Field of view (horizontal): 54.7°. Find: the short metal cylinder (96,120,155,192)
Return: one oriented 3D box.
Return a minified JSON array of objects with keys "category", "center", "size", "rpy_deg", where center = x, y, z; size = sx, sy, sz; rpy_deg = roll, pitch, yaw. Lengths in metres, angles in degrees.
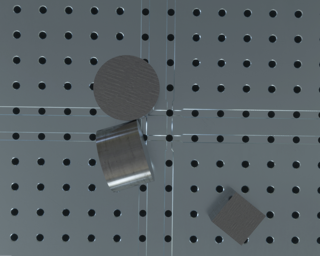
[{"category":"short metal cylinder","center":[-0.042,0.034,0.385],"size":[0.050,0.080,0.080],"rpy_deg":[-16,90,0]}]

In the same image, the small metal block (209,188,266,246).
[{"category":"small metal block","center":[0.102,0.118,0.414],"size":[0.050,0.025,0.050],"rpy_deg":[39,90,0]}]

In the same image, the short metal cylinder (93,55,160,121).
[{"category":"short metal cylinder","center":[-0.041,-0.049,0.400],"size":[0.081,0.050,0.079],"rpy_deg":[0,90,0]}]
